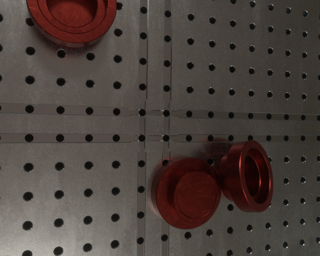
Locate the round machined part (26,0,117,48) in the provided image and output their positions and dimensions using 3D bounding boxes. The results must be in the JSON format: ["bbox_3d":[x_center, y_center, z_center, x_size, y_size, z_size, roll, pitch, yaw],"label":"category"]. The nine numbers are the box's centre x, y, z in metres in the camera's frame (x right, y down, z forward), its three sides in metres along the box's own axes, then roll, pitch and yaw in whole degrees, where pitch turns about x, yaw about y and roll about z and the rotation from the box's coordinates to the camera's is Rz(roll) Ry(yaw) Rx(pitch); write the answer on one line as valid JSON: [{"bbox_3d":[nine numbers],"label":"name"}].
[{"bbox_3d":[-0.104,-0.144,0.365,0.099,0.042,0.097,0,90,-21],"label":"round machined part"}]

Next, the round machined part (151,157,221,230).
[{"bbox_3d":[0.041,0.089,0.420,0.099,0.042,0.097,0,90,-20],"label":"round machined part"}]

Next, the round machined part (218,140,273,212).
[{"bbox_3d":[0.118,0.068,0.434,0.099,0.042,0.098,16,68,-45],"label":"round machined part"}]
